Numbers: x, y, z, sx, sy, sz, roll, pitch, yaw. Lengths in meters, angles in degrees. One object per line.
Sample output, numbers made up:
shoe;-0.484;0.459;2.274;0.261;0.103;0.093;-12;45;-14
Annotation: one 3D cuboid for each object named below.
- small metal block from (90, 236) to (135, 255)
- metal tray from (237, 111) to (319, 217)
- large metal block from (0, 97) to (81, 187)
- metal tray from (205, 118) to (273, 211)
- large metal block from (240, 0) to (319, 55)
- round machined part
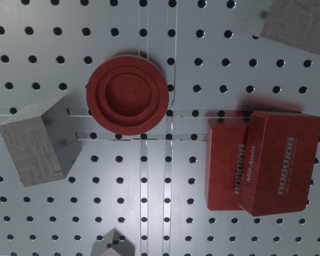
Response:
small metal block;-0.076;0.208;0.489;0.050;0.025;0.050;-40;106;13
metal tray;0.155;0.045;0.402;0.091;0.030;0.129;1;102;-22
large metal block;-0.145;0.015;0.388;0.050;0.080;0.080;-12;110;4
metal tray;0.111;0.052;0.431;0.091;0.030;0.129;-1;110;0
large metal block;0.145;-0.117;0.342;0.080;0.080;0.050;15;109;-6
round machined part;-0.039;-0.043;0.388;0.099;0.042;0.097;0;110;0
